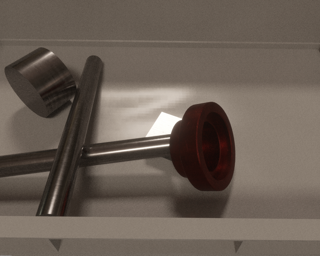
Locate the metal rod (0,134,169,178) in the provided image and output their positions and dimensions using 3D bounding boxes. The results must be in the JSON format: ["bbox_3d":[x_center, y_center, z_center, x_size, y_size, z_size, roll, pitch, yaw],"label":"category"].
[{"bbox_3d":[-0.134,0.038,0.355,0.302,0.025,0.025,-7,50,-1],"label":"metal rod"}]

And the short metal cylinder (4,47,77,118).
[{"bbox_3d":[-0.160,-0.061,0.419,0.080,0.080,0.050,31,57,23],"label":"short metal cylinder"}]

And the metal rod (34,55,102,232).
[{"bbox_3d":[-0.097,-0.013,0.373,0.025,0.025,0.300,-2,37,-2],"label":"metal rod"}]

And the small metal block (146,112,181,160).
[{"bbox_3d":[0.014,0.012,0.395,0.050,0.025,0.050,20,53,16],"label":"small metal block"}]

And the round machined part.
[{"bbox_3d":[0.046,0.022,0.350,0.042,0.098,0.098,-8,43,34],"label":"round machined part"}]
